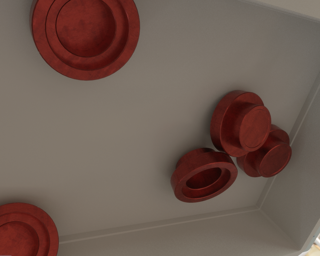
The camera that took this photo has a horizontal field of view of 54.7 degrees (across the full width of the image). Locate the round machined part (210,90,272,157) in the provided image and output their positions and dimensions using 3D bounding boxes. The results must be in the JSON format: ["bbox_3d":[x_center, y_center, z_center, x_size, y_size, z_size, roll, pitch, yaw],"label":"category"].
[{"bbox_3d":[0.123,-0.004,0.449,0.099,0.042,0.097,-12,110,-34],"label":"round machined part"}]

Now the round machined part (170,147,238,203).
[{"bbox_3d":[0.062,0.067,0.464,0.099,0.042,0.097,-12,138,-11],"label":"round machined part"}]

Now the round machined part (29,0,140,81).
[{"bbox_3d":[-0.073,-0.099,0.298,0.099,0.042,0.097,-14,125,-21],"label":"round machined part"}]

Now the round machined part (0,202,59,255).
[{"bbox_3d":[-0.176,0.141,0.367,0.099,0.098,0.042,7,155,-32],"label":"round machined part"}]

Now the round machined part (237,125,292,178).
[{"bbox_3d":[0.184,0.046,0.530,0.099,0.042,0.097,-14,125,-21],"label":"round machined part"}]
